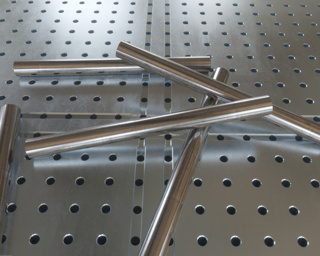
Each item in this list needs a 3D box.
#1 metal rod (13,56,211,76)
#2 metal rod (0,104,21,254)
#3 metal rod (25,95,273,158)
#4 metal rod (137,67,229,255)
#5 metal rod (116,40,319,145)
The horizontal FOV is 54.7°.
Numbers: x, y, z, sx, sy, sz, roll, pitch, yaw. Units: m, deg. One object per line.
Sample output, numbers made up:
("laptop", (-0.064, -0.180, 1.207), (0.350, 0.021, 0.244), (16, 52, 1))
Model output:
("metal rod", (-0.072, -0.097, 0.488), (0.302, 0.025, 0.025), (-2, 50, -2))
("metal rod", (-0.178, 0.089, 0.330), (0.025, 0.025, 0.300), (-8, 50, -7))
("metal rod", (-0.013, -0.002, 0.385), (0.302, 0.025, 0.025), (-10, 51, 0))
("metal rod", (0.041, 0.024, 0.387), (0.025, 0.025, 0.301), (16, 52, 13))
("metal rod", (0.080, -0.049, 0.417), (0.301, 0.025, 0.025), (24, 54, 6))
